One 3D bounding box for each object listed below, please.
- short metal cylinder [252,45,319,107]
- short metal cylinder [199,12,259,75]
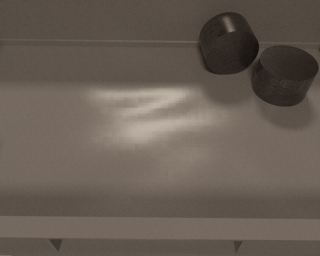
[{"bbox_3d":[0.182,-0.077,0.456,0.081,0.050,0.080,0,50,0],"label":"short metal cylinder"},{"bbox_3d":[0.106,-0.130,0.480,0.081,0.080,0.050,-5,50,-5],"label":"short metal cylinder"}]
